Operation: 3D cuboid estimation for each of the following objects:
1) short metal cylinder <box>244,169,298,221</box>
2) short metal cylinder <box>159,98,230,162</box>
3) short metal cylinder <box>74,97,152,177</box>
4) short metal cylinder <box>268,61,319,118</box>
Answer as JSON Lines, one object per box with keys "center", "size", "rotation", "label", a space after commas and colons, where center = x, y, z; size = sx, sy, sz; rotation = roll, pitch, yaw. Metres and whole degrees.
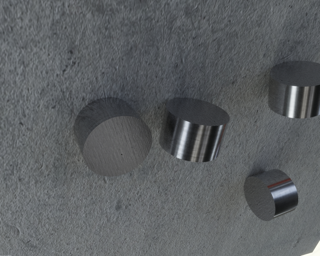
{"center": [0.195, 0.118, 0.551], "size": [0.050, 0.080, 0.079], "rotation": [-14, 124, -21], "label": "short metal cylinder"}
{"center": [0.042, 0.000, 0.394], "size": [0.081, 0.080, 0.050], "rotation": [-3, 120, -27], "label": "short metal cylinder"}
{"center": [-0.056, 0.010, 0.366], "size": [0.081, 0.050, 0.079], "rotation": [-14, 124, -21], "label": "short metal cylinder"}
{"center": [0.198, -0.057, 0.444], "size": [0.081, 0.080, 0.050], "rotation": [-21, 127, -16], "label": "short metal cylinder"}
